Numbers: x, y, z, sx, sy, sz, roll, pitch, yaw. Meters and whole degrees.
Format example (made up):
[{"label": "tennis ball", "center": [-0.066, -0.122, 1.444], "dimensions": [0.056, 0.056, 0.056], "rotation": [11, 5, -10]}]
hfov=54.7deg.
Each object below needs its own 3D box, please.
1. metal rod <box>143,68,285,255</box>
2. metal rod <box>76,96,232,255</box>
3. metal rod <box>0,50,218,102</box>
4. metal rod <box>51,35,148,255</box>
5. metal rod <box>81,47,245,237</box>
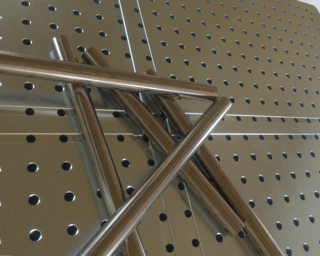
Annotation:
[{"label": "metal rod", "center": [0.063, 0.044, 0.417], "dimensions": [0.025, 0.025, 0.299], "rotation": [-25, 76, -37]}, {"label": "metal rod", "center": [0.009, 0.047, 0.353], "dimensions": [0.025, 0.025, 0.302], "rotation": [44, 51, 2]}, {"label": "metal rod", "center": [-0.059, -0.061, 0.383], "dimensions": [0.302, 0.025, 0.025], "rotation": [5, 60, -26]}, {"label": "metal rod", "center": [-0.075, 0.016, 0.358], "dimensions": [0.025, 0.025, 0.299], "rotation": [-10, 67, -33]}, {"label": "metal rod", "center": [0.000, 0.012, 0.401], "dimensions": [0.025, 0.025, 0.300], "rotation": [-35, 81, -39]}]
